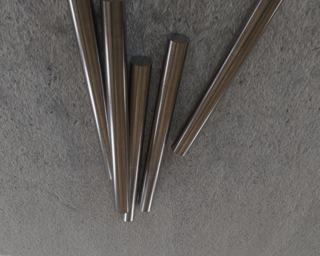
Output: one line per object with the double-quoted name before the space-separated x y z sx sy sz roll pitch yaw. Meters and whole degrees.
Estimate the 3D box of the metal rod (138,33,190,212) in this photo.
"metal rod" -0.003 0.017 0.421 0.025 0.025 0.298 6 130 -6

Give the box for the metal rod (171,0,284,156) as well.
"metal rod" 0.081 -0.076 0.342 0.025 0.025 0.298 17 128 -14

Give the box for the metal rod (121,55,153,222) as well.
"metal rod" -0.038 0.038 0.439 0.025 0.025 0.298 5 130 -4

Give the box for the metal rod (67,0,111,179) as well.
"metal rod" -0.074 -0.046 0.366 0.025 0.025 0.298 -2 130 1

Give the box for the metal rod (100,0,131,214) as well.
"metal rod" -0.051 -0.002 0.383 0.025 0.025 0.298 2 125 -2
